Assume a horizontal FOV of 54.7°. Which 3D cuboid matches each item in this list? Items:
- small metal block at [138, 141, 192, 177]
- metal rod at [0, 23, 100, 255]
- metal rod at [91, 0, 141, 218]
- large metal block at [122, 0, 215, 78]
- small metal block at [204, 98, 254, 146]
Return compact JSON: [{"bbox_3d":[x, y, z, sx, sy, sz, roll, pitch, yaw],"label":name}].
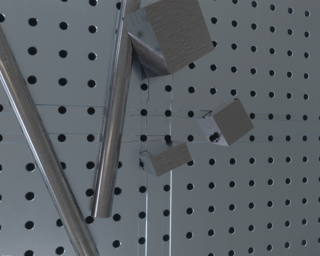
[{"bbox_3d":[0.006,0.038,0.402,0.050,0.050,0.025,-23,98,-19],"label":"small metal block"},{"bbox_3d":[-0.138,0.022,0.361,0.025,0.025,0.298,-23,98,-19],"label":"metal rod"},{"bbox_3d":[-0.054,-0.039,0.392,0.025,0.025,0.298,9,87,-20],"label":"metal rod"},{"bbox_3d":[0.012,-0.118,0.389,0.081,0.050,0.080,-34,111,-29],"label":"large metal block"},{"bbox_3d":[0.100,-0.009,0.450,0.050,0.025,0.050,-34,101,-17],"label":"small metal block"}]
